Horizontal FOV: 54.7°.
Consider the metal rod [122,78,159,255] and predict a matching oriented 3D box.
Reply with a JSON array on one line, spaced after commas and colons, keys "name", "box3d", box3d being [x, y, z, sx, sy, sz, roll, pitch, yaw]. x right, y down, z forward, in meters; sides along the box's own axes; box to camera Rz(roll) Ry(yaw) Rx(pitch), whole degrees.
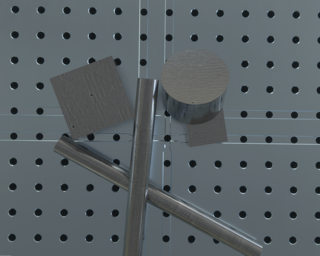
[{"name": "metal rod", "box3d": [-0.028, 0.088, 0.388, 0.025, 0.025, 0.298, 6, 100, -1]}]

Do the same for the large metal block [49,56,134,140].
[{"name": "large metal block", "box3d": [-0.082, -0.037, 0.400, 0.080, 0.050, 0.080, -21, 90, -1]}]

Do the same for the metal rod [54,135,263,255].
[{"name": "metal rod", "box3d": [-0.002, 0.093, 0.413, 0.301, 0.025, 0.025, 29, 90, -1]}]

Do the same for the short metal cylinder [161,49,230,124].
[{"name": "short metal cylinder", "box3d": [0.043, -0.051, 0.386, 0.080, 0.050, 0.080, -1, 64, 3]}]

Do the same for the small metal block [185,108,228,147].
[{"name": "small metal block", "box3d": [0.060, -0.003, 0.414, 0.050, 0.025, 0.050, -9, 90, -1]}]
